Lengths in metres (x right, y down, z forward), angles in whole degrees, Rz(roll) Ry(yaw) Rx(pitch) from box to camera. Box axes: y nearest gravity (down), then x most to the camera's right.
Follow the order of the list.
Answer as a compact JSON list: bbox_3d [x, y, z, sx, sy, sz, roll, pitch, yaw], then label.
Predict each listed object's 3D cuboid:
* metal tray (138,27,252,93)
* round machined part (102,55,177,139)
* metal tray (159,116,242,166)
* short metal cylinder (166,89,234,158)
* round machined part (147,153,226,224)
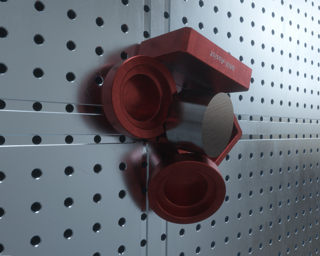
[{"bbox_3d":[0.047,-0.081,0.408,0.131,0.090,0.030,19,78,-39],"label":"metal tray"},{"bbox_3d":[-0.028,-0.036,0.377,0.099,0.042,0.097,0,90,-40],"label":"round machined part"},{"bbox_3d":[0.066,0.013,0.463,0.131,0.030,0.090,-44,117,-31],"label":"metal tray"},{"bbox_3d":[0.052,-0.007,0.390,0.081,0.050,0.079,-17,112,-49],"label":"short metal cylinder"},{"bbox_3d":[0.033,0.074,0.405,0.099,0.042,0.097,-1,115,-2],"label":"round machined part"}]
